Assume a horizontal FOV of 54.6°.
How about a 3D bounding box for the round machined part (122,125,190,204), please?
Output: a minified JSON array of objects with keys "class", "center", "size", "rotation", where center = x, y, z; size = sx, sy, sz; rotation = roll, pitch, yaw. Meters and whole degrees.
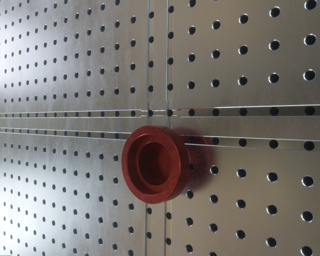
[{"class":"round machined part","center":[-0.001,0.045,0.400],"size":[0.098,0.042,0.097],"rotation":[0,90,40]}]
